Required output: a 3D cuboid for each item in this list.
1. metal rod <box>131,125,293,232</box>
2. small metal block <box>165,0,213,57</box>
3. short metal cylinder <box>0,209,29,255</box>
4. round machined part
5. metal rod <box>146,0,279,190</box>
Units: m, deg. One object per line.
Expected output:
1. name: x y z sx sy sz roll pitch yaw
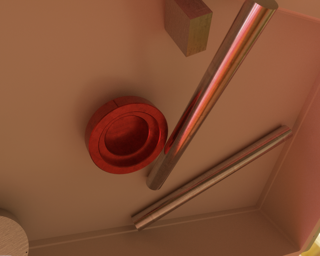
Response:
1. metal rod: 0.091 0.078 0.508 0.302 0.025 0.025 -29 129 -10
2. small metal block: 0.028 -0.113 0.329 0.025 0.050 0.050 -23 151 -14
3. short metal cylinder: -0.194 0.134 0.347 0.081 0.050 0.080 2 86 -30
4. round machined part: -0.043 0.005 0.378 0.099 0.042 0.097 -14 125 -21
5. metal rod: 0.035 -0.008 0.348 0.025 0.025 0.298 -6 146 -26
